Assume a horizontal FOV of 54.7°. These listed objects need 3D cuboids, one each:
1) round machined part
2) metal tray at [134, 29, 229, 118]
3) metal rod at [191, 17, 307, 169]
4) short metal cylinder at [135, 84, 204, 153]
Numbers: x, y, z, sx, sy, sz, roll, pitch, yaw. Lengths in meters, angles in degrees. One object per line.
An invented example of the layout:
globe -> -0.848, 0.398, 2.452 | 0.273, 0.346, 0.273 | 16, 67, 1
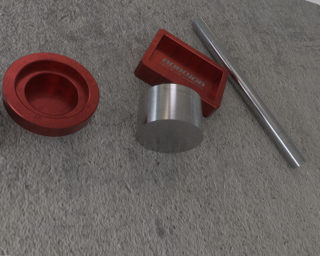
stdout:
round machined part -> -0.122, -0.033, 0.347 | 0.099, 0.042, 0.098 | 14, 56, -21
metal tray -> 0.037, -0.084, 0.471 | 0.130, 0.030, 0.090 | 30, 52, -9
metal rod -> 0.144, -0.066, 0.521 | 0.025, 0.025, 0.299 | -22, 73, -36
short metal cylinder -> 0.012, -0.009, 0.381 | 0.081, 0.080, 0.050 | 15, 56, -20
